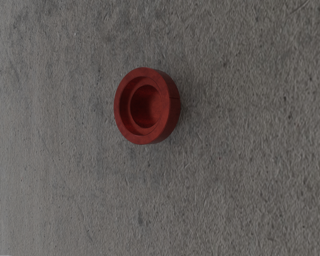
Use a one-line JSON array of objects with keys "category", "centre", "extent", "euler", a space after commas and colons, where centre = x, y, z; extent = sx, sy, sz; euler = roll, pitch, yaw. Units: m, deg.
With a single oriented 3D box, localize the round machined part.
[{"category": "round machined part", "centre": [-0.012, -0.028, 0.405], "extent": [0.098, 0.042, 0.097], "euler": [0, 90, 40]}]
